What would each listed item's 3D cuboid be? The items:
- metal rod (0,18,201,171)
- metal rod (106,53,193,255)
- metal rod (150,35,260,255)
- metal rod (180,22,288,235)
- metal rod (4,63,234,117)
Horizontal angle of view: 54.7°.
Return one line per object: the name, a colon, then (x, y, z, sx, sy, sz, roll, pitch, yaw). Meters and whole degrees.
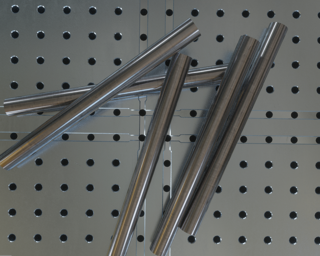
metal rod: (-0.082, -0.037, 0.387, 0.300, 0.025, 0.025, -34, 91, 9)
metal rod: (-0.019, 0.051, 0.398, 0.025, 0.025, 0.298, 18, 96, -1)
metal rod: (0.055, 0.027, 0.399, 0.025, 0.025, 0.298, 23, 96, -1)
metal rod: (0.098, 0.001, 0.414, 0.025, 0.025, 0.299, 24, 90, -1)
metal rod: (-0.052, -0.051, 0.412, 0.302, 0.025, 0.025, -9, 90, -1)
